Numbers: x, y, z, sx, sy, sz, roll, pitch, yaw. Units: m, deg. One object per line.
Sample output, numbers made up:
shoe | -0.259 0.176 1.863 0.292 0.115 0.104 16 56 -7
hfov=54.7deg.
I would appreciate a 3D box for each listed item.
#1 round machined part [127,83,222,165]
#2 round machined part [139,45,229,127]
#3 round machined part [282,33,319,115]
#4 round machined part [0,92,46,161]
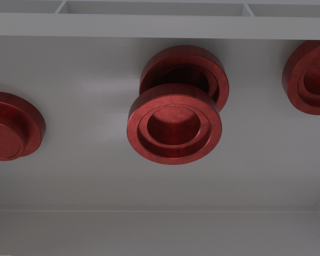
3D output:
round machined part | 0.015 -0.008 0.336 0.099 0.042 0.097 0 131 0
round machined part | 0.026 -0.050 0.355 0.099 0.042 0.097 0 130 0
round machined part | 0.185 -0.065 0.344 0.099 0.042 0.097 0 130 0
round machined part | -0.204 0.005 0.400 0.099 0.042 0.097 0 130 0
